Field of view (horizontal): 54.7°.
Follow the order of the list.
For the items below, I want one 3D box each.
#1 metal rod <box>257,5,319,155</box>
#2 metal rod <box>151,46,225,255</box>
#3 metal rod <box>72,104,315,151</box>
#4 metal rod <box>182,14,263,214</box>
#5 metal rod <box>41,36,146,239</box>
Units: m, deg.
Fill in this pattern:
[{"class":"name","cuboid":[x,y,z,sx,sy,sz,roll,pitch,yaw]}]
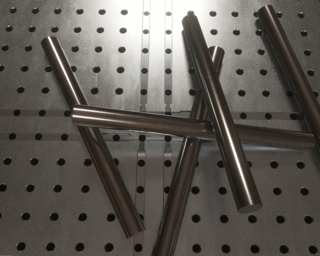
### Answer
[{"class":"metal rod","cuboid":[0.200,-0.046,0.430,0.025,0.025,0.299,-14,71,-5]},{"class":"metal rod","cuboid":[0.041,0.023,0.403,0.025,0.025,0.299,15,70,5]},{"class":"metal rod","cuboid":[0.048,0.001,0.384,0.302,0.025,0.025,7,70,-9]},{"class":"metal rod","cuboid":[0.067,-0.042,0.388,0.025,0.025,0.299,-8,55,-3]},{"class":"metal rod","cuboid":[-0.095,0.000,0.410,0.025,0.025,0.299,-25,72,-9]}]
